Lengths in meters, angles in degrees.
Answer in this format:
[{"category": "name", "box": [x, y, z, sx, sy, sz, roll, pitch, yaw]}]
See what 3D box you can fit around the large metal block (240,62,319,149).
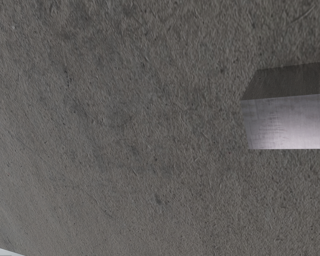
[{"category": "large metal block", "box": [0.128, -0.023, 0.290, 0.080, 0.080, 0.050, -3, 117, 29]}]
